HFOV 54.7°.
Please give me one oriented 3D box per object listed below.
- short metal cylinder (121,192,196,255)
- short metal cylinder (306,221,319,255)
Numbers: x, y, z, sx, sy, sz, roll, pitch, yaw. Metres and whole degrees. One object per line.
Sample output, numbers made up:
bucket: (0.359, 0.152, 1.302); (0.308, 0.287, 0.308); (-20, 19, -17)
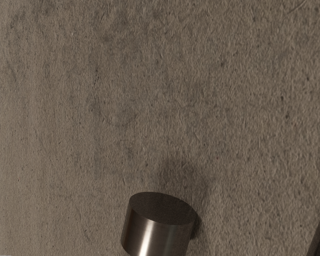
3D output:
short metal cylinder: (-0.002, 0.117, 0.369); (0.080, 0.081, 0.050); (21, 104, 37)
short metal cylinder: (0.158, 0.108, 0.238); (0.080, 0.081, 0.050); (23, 105, 37)
